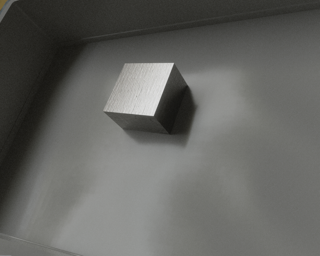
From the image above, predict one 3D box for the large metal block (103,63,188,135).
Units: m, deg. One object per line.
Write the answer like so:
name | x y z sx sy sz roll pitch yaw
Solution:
large metal block | -0.018 -0.041 0.426 0.080 0.050 0.080 7 65 31
